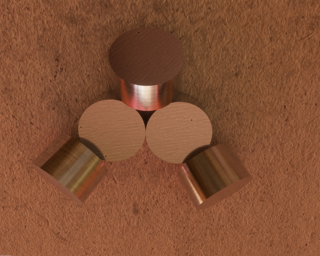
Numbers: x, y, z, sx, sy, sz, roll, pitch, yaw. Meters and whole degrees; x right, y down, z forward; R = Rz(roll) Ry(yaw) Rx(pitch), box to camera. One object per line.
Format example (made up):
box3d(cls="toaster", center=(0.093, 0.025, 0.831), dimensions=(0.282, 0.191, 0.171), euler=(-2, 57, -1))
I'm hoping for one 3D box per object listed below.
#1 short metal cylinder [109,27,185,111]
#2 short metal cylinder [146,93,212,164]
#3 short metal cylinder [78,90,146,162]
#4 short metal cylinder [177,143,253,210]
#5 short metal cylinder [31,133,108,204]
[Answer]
box3d(cls="short metal cylinder", center=(-0.015, -0.066, 0.351), dimensions=(0.081, 0.080, 0.050), euler=(2, 153, -1))
box3d(cls="short metal cylinder", center=(0.023, -0.001, 0.397), dimensions=(0.081, 0.050, 0.079), euler=(0, 110, 0))
box3d(cls="short metal cylinder", center=(-0.058, -0.004, 0.395), dimensions=(0.081, 0.050, 0.079), euler=(0, 110, 0))
box3d(cls="short metal cylinder", center=(0.070, 0.063, 0.399), dimensions=(0.080, 0.080, 0.050), euler=(-35, 65, 12))
box3d(cls="short metal cylinder", center=(-0.114, 0.052, 0.393), dimensions=(0.080, 0.080, 0.050), euler=(44, 64, -15))
